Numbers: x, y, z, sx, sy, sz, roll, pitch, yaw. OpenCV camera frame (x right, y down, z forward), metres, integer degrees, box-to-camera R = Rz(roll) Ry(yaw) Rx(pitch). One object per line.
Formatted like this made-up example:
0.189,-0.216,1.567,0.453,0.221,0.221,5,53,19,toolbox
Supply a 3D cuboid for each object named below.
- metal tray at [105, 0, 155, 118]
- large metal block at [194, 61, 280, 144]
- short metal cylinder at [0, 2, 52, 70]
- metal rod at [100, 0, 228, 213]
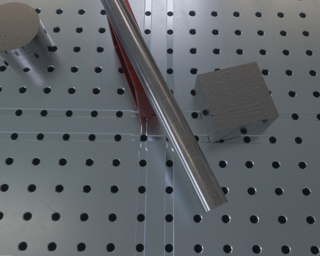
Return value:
-0.034,-0.088,0.409,0.030,0.090,0.130,-19,71,-7,metal tray
0.097,-0.033,0.411,0.081,0.050,0.080,-14,71,-5,large metal block
-0.204,-0.131,0.445,0.081,0.050,0.080,0,70,0,short metal cylinder
-0.010,-0.054,0.334,0.025,0.025,0.299,-23,72,-8,metal rod
